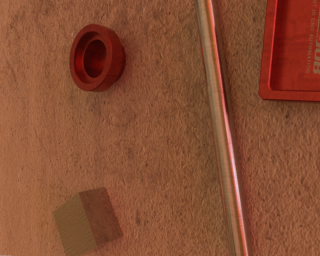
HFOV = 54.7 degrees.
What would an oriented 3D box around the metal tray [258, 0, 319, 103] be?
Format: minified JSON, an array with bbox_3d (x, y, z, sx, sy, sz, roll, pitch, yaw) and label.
[{"bbox_3d":[0.144,-0.088,0.281,0.090,0.030,0.129,7,95,39],"label":"metal tray"}]

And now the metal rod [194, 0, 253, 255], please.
[{"bbox_3d":[0.069,-0.011,0.346,0.025,0.025,0.298,-11,83,39],"label":"metal rod"}]

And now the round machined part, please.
[{"bbox_3d":[-0.089,-0.102,0.465,0.098,0.042,0.097,0,90,39],"label":"round machined part"}]

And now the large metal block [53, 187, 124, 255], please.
[{"bbox_3d":[-0.113,0.148,0.479,0.080,0.050,0.080,-38,67,33],"label":"large metal block"}]
